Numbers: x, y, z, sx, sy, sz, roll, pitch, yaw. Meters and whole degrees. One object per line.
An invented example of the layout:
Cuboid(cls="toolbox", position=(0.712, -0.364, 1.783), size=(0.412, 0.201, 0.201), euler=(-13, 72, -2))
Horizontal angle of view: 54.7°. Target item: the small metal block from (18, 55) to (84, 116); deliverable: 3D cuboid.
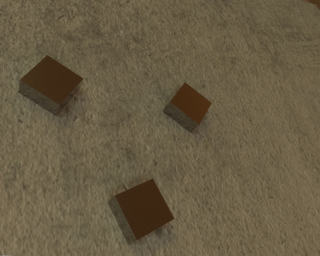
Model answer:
Cuboid(cls="small metal block", position=(-0.128, -0.050, 0.366), size=(0.050, 0.025, 0.050), euler=(33, 51, -7))

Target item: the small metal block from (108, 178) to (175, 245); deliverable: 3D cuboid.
Cuboid(cls="small metal block", position=(-0.021, 0.090, 0.339), size=(0.050, 0.025, 0.050), euler=(-19, 72, -35))

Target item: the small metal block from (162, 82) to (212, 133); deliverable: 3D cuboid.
Cuboid(cls="small metal block", position=(0.040, -0.030, 0.445), size=(0.050, 0.025, 0.050), euler=(38, 51, -3))
